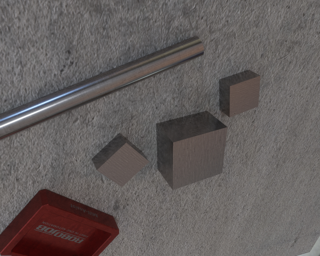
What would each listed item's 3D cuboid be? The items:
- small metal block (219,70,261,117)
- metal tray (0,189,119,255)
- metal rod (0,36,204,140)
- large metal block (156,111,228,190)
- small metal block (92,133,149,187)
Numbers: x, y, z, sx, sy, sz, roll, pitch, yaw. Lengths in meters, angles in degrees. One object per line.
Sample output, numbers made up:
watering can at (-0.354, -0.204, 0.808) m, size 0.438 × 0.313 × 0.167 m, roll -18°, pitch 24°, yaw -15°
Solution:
small metal block at (0.113, -0.049, 0.440) m, size 0.050 × 0.025 × 0.050 m, roll -20°, pitch 127°, yaw -17°
metal tray at (-0.132, 0.145, 0.422) m, size 0.090 × 0.030 × 0.130 m, roll -48°, pitch 129°, yaw 5°
metal rod at (-0.087, -0.037, 0.337) m, size 0.302 × 0.025 × 0.025 m, roll -25°, pitch 128°, yaw -13°
large metal block at (0.043, 0.030, 0.434) m, size 0.081 × 0.050 × 0.079 m, roll -15°, pitch 125°, yaw -21°
small metal block at (-0.051, 0.043, 0.406) m, size 0.050 × 0.025 × 0.050 m, roll -43°, pitch 130°, yaw 1°
